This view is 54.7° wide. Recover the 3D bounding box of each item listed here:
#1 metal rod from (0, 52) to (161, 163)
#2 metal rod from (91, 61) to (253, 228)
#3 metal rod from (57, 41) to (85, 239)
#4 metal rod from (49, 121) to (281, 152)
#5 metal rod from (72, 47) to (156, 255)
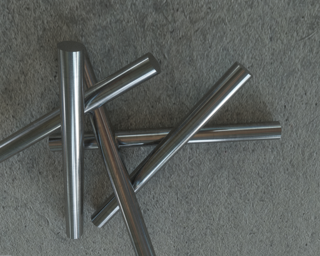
[{"bbox_3d":[-0.132,-0.006,0.376,0.300,0.025,0.025,-26,109,21],"label":"metal rod"},{"bbox_3d":[0.000,0.036,0.398,0.025,0.025,0.299,37,115,-13],"label":"metal rod"},{"bbox_3d":[-0.106,0.040,0.377,0.025,0.025,0.298,9,127,-3],"label":"metal rod"},{"bbox_3d":[0.006,0.011,0.413,0.302,0.025,0.025,-3,110,1],"label":"metal rod"},{"bbox_3d":[-0.057,0.047,0.392,0.025,0.025,0.298,-17,97,6],"label":"metal rod"}]
